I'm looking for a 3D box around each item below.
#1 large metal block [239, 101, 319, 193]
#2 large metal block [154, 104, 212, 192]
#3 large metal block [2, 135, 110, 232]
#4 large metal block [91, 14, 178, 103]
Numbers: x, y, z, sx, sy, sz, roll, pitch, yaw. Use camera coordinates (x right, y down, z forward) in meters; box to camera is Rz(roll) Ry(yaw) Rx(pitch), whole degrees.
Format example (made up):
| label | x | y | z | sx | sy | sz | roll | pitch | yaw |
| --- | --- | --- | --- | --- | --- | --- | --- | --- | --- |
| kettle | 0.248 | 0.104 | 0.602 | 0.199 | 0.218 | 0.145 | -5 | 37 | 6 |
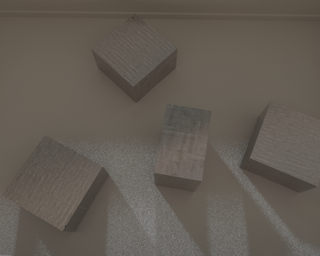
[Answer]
| label | x | y | z | sx | sy | sz | roll | pitch | yaw |
| --- | --- | --- | --- | --- | --- | --- | --- | --- | --- |
| large metal block | 0.157 | 0.025 | 0.388 | 0.080 | 0.050 | 0.080 | 23 | 72 | 8 |
| large metal block | 0.026 | 0.027 | 0.371 | 0.050 | 0.080 | 0.080 | 10 | 70 | 3 |
| large metal block | -0.120 | 0.067 | 0.371 | 0.080 | 0.050 | 0.080 | 27 | 72 | 9 |
| large metal block | -0.034 | -0.096 | 0.431 | 0.080 | 0.050 | 0.080 | 43 | 75 | 14 |
